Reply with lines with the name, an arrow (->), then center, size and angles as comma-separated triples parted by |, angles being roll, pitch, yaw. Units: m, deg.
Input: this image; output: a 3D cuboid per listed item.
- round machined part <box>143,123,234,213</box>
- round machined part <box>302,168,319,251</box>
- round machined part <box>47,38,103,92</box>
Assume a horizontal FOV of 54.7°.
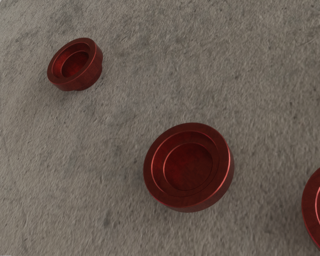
round machined part -> 0.034, 0.046, 0.346 | 0.098, 0.042, 0.098 | -13, 56, 20
round machined part -> 0.173, 0.074, 0.257 | 0.098, 0.042, 0.098 | -13, 56, 20
round machined part -> -0.138, -0.102, 0.526 | 0.098, 0.042, 0.098 | -13, 56, 20
